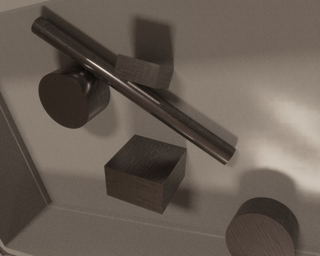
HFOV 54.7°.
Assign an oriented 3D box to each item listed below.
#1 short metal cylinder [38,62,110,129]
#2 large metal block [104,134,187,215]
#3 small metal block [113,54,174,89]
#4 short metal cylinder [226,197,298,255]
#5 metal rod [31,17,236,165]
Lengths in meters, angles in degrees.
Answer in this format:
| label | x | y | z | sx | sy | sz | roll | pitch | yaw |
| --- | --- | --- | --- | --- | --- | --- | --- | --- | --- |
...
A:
| label | x | y | z | sx | sy | sz | roll | pitch | yaw |
| --- | --- | --- | --- | --- | --- | --- | --- | --- | --- |
| short metal cylinder | -0.116 | -0.046 | 0.423 | 0.080 | 0.050 | 0.079 | 13 | 124 | 20 |
| large metal block | -0.017 | 0.058 | 0.417 | 0.080 | 0.080 | 0.050 | 14 | 124 | 20 |
| small metal block | -0.018 | -0.064 | 0.357 | 0.050 | 0.050 | 0.025 | 19 | 102 | 17 |
| short metal cylinder | 0.130 | 0.135 | 0.393 | 0.080 | 0.050 | 0.079 | 7 | 104 | 28 |
| metal rod | -0.036 | -0.050 | 0.395 | 0.301 | 0.025 | 0.025 | 35 | 129 | 4 |
